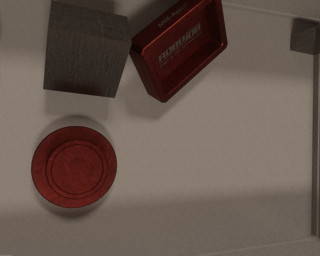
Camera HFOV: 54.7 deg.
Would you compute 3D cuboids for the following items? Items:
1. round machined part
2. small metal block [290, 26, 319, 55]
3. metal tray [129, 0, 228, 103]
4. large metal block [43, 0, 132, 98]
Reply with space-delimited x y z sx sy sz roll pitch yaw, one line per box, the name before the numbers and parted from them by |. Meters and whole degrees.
round machined part | -0.099 0.046 0.366 0.099 0.042 0.097 0 90 -21
small metal block | 0.245 -0.137 0.490 0.050 0.050 0.025 5 89 -20
metal tray | 0.028 -0.105 0.393 0.130 0.030 0.090 -43 141 -15
large metal block | -0.083 -0.084 0.344 0.081 0.079 0.050 6 48 -20
